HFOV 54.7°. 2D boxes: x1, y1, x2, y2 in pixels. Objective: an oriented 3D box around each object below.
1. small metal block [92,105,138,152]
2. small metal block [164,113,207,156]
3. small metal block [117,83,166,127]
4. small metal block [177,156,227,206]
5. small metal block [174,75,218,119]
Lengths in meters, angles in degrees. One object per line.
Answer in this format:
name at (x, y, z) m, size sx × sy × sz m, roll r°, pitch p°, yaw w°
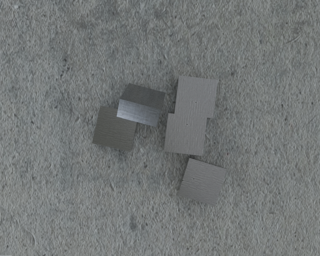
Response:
small metal block at (-0.057, 0.001, 0.409) m, size 0.050 × 0.025 × 0.050 m, roll 12°, pitch 90°, yaw 0°
small metal block at (0.033, 0.008, 0.410) m, size 0.050 × 0.025 × 0.050 m, roll 7°, pitch 90°, yaw 0°
small metal block at (-0.023, -0.030, 0.394) m, size 0.050 × 0.050 × 0.025 m, roll 15°, pitch 121°, yaw 0°
small metal block at (0.055, 0.069, 0.410) m, size 0.050 × 0.025 × 0.050 m, roll 17°, pitch 90°, yaw 0°
small metal block at (0.047, -0.040, 0.410) m, size 0.050 × 0.025 × 0.050 m, roll 7°, pitch 90°, yaw 0°
